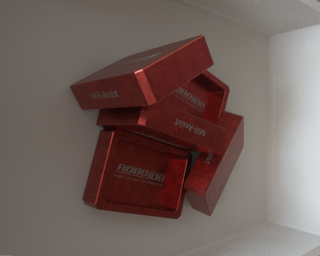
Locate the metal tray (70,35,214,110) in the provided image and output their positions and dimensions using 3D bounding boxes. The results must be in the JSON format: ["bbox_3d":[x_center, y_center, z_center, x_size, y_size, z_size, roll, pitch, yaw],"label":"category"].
[{"bbox_3d":[-0.023,-0.054,0.317,0.091,0.130,0.030,-37,113,-34],"label":"metal tray"}]

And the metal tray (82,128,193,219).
[{"bbox_3d":[-0.021,0.059,0.384,0.131,0.030,0.090,20,77,-38],"label":"metal tray"}]

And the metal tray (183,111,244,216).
[{"bbox_3d":[0.083,0.051,0.447,0.130,0.030,0.090,-58,152,-24],"label":"metal tray"}]

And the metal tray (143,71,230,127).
[{"bbox_3d":[0.040,-0.043,0.437,0.131,0.030,0.090,27,73,-37],"label":"metal tray"}]

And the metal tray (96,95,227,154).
[{"bbox_3d":[0.004,0.000,0.366,0.131,0.090,0.030,20,78,-39],"label":"metal tray"}]
